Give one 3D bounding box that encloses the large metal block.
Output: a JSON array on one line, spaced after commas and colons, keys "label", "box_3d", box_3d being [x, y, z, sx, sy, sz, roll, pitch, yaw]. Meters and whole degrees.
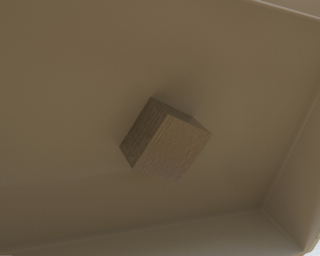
[{"label": "large metal block", "box_3d": [0.007, 0.017, 0.406, 0.080, 0.050, 0.080, 23, 106, -37]}]
